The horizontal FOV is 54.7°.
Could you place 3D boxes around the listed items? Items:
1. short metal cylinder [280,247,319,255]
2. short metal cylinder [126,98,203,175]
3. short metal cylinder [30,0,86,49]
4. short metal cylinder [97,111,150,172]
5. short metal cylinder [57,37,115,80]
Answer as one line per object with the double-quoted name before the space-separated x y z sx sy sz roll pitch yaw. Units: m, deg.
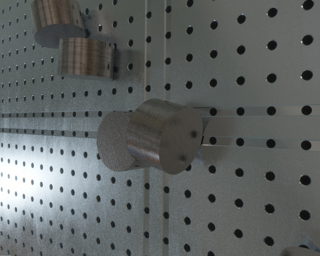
"short metal cylinder" 0.133 0.148 0.263 0.080 0.081 0.050 27 107 36
"short metal cylinder" 0.007 0.009 0.366 0.050 0.081 0.079 18 102 38
"short metal cylinder" -0.167 -0.172 0.508 0.080 0.081 0.050 -21 77 38
"short metal cylinder" -0.041 0.017 0.425 0.080 0.050 0.079 0 90 39
"short metal cylinder" -0.110 -0.100 0.461 0.080 0.081 0.050 6 94 39
